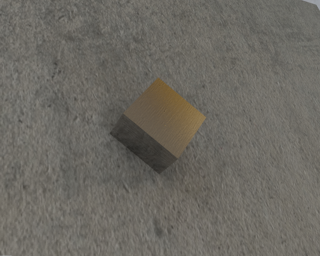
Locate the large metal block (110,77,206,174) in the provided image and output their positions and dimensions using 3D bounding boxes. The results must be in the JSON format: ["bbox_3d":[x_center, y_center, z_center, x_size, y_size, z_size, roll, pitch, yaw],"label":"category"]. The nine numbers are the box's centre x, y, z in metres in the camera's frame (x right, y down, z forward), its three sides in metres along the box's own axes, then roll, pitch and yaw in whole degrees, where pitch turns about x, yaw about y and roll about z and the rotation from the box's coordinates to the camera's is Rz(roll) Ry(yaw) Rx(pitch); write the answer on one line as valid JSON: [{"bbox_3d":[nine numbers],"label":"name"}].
[{"bbox_3d":[-0.001,-0.003,0.391,0.080,0.050,0.080,40,51,-2],"label":"large metal block"}]
